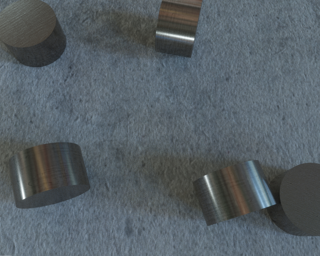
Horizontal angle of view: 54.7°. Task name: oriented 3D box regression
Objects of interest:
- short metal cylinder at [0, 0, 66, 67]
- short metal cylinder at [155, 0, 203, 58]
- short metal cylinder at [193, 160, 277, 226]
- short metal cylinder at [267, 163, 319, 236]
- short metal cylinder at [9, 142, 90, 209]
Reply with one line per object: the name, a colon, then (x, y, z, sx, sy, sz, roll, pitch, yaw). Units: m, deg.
short metal cylinder: (-0.181, -0.134, 0.442, 0.081, 0.050, 0.080, 0, 70, 0)
short metal cylinder: (0.026, -0.142, 0.431, 0.050, 0.080, 0.080, 12, 71, 4)
short metal cylinder: (0.084, 0.075, 0.353, 0.081, 0.080, 0.050, -16, 71, -6)
short metal cylinder: (0.173, 0.086, 0.366, 0.081, 0.050, 0.080, 0, 70, 0)
short metal cylinder: (-0.127, 0.055, 0.357, 0.081, 0.080, 0.050, -17, 71, -6)
